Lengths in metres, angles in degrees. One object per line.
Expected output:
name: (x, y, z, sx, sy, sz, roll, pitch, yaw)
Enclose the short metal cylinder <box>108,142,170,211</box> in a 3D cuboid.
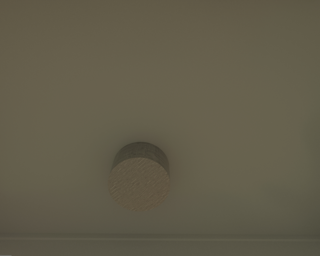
short metal cylinder: (-0.027, 0.065, 0.422, 0.081, 0.050, 0.079, 0, 110, -1)
